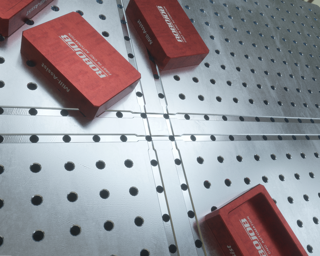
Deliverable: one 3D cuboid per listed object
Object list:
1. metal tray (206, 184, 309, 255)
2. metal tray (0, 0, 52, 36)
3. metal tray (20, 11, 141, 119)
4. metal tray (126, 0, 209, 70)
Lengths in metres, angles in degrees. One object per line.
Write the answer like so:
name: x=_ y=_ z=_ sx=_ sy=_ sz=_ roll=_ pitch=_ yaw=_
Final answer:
metal tray: x=0.126 y=0.145 z=0.383 sx=0.091 sy=0.030 sz=0.130 roll=-19 pitch=72 yaw=-35
metal tray: x=-0.203 y=-0.187 z=0.409 sx=0.090 sy=0.030 sz=0.130 roll=32 pitch=52 yaw=-8
metal tray: x=-0.100 y=-0.085 z=0.402 sx=0.130 sy=0.030 sz=0.090 roll=45 pitch=51 yaw=3
metal tray: x=0.012 y=-0.160 z=0.509 sx=0.091 sy=0.030 sz=0.130 roll=-17 pitch=71 yaw=-35
